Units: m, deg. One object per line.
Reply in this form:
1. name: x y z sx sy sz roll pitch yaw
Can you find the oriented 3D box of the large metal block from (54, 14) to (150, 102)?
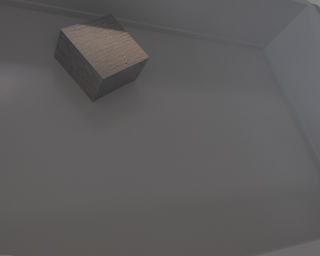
1. large metal block: -0.076 -0.093 0.405 0.080 0.050 0.080 49 51 6
